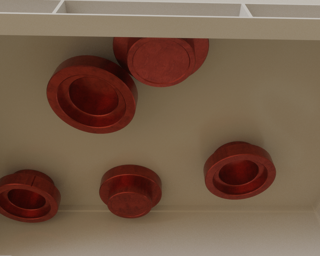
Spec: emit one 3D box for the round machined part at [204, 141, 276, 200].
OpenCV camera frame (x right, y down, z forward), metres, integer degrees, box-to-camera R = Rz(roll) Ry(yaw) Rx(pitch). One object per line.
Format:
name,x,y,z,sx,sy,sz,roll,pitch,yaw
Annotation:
round machined part,0.112,0.057,0.449,0.099,0.042,0.097,-1,130,0

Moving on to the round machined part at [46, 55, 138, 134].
round machined part,-0.074,-0.042,0.357,0.099,0.042,0.097,3,135,3

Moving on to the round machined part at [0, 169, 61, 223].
round machined part,-0.204,0.102,0.482,0.099,0.042,0.097,-1,130,0

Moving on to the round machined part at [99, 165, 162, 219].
round machined part,-0.046,0.106,0.488,0.099,0.042,0.097,-1,130,0

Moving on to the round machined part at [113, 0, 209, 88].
round machined part,0.001,-0.080,0.318,0.099,0.042,0.097,-1,142,0
